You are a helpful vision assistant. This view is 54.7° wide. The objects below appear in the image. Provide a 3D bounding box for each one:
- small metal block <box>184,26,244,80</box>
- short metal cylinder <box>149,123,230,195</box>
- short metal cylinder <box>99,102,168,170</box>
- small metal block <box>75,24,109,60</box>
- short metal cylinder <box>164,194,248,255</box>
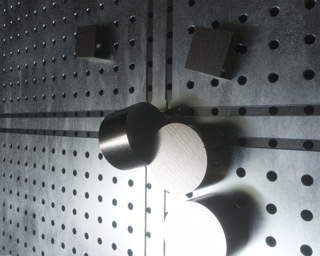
[{"bbox_3d":[0.062,-0.087,0.359,0.050,0.025,0.050,24,105,37],"label":"small metal block"},{"bbox_3d":[0.034,0.034,0.365,0.080,0.050,0.079,0,90,39],"label":"short metal cylinder"},{"bbox_3d":[-0.031,0.012,0.399,0.050,0.081,0.080,-17,79,39],"label":"short metal cylinder"},{"bbox_3d":[-0.110,-0.137,0.501,0.050,0.025,0.050,10,96,39],"label":"small metal block"},{"bbox_3d":[0.051,0.118,0.351,0.080,0.050,0.079,0,90,40],"label":"short metal cylinder"}]
